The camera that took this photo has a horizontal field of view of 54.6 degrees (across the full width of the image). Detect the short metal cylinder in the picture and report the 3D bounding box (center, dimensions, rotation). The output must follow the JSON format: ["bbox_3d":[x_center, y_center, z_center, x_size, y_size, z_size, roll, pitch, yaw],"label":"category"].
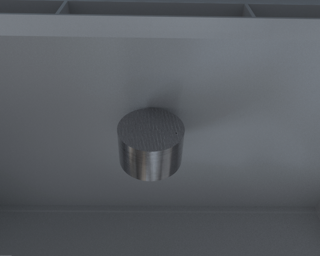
[{"bbox_3d":[-0.011,0.019,0.385,0.080,0.080,0.050,1,130,-1],"label":"short metal cylinder"}]
